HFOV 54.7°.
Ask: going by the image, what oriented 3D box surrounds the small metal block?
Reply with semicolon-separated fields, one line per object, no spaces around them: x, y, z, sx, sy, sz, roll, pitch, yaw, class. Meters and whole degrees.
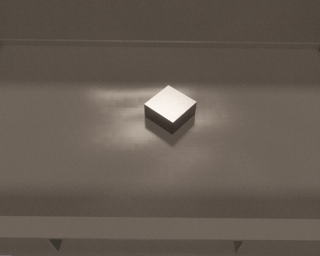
0.014;-0.026;0.427;0.050;0.025;0.050;34;58;25;small metal block
